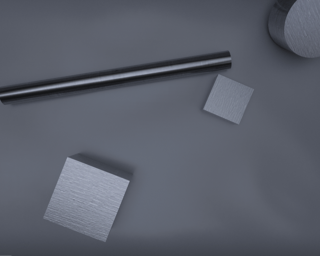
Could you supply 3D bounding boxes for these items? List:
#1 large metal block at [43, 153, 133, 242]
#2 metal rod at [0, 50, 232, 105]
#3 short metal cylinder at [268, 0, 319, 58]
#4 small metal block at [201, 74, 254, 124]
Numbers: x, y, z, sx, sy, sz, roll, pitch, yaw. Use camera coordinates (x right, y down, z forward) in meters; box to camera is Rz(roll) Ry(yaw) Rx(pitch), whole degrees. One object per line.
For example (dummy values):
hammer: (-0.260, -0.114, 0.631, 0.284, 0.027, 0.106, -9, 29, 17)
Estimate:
large metal block: (-0.089, 0.086, 0.398, 0.080, 0.050, 0.080, 21, 90, -1)
metal rod: (-0.057, -0.067, 0.410, 0.302, 0.025, 0.025, -9, 90, -1)
short metal cylinder: (0.185, -0.133, 0.387, 0.081, 0.050, 0.079, -2, 115, -3)
small metal block: (0.089, -0.037, 0.413, 0.050, 0.025, 0.050, 23, 90, -1)
